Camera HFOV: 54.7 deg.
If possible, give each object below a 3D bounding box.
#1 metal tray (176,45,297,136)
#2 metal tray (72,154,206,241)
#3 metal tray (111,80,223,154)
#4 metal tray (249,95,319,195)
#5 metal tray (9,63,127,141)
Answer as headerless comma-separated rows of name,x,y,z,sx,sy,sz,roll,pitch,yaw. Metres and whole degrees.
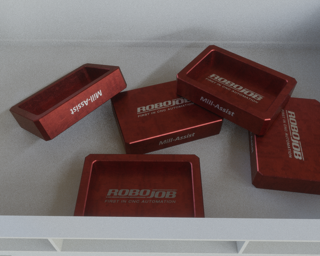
metal tray,0.098,-0.055,0.408,0.130,0.030,0.090,30,56,23
metal tray,-0.021,0.073,0.339,0.131,0.030,0.090,0,50,0
metal tray,0.007,-0.019,0.418,0.131,0.030,0.090,-14,52,-12
metal tray,0.161,0.016,0.389,0.090,0.030,0.130,6,50,4
metal tray,-0.120,-0.041,0.412,0.090,0.030,0.131,16,47,45
